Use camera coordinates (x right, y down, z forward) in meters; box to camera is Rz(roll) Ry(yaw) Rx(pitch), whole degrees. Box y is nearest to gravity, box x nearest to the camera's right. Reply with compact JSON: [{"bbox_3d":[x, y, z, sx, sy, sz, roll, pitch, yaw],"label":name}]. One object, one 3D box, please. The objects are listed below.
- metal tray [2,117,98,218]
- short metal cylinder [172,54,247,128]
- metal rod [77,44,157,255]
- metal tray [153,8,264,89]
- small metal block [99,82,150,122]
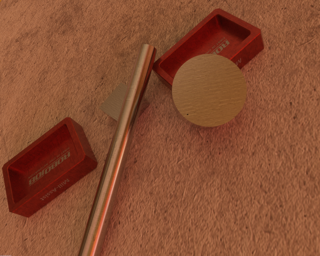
[{"bbox_3d":[-0.163,0.055,0.449,0.130,0.030,0.090,-37,51,3],"label":"metal tray"},{"bbox_3d":[0.054,-0.040,0.359,0.080,0.050,0.080,0,87,2],"label":"short metal cylinder"},{"bbox_3d":[-0.051,0.027,0.391,0.025,0.025,0.299,4,70,30],"label":"metal rod"},{"bbox_3d":[0.063,-0.098,0.426,0.130,0.030,0.090,-42,51,-1],"label":"metal tray"},{"bbox_3d":[-0.052,-0.032,0.449,0.050,0.025,0.050,33,80,37],"label":"small metal block"}]
